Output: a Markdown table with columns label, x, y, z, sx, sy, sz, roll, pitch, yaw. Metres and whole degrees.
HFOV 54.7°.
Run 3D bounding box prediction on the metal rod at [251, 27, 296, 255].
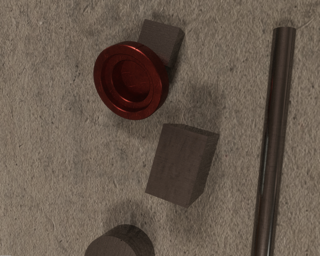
| label | x | y | z | sx | sy | sz | roll | pitch | yaw |
| --- | --- | --- | --- | --- | --- | --- | --- | --- | --- |
| metal rod | 0.131 | 0.035 | 0.362 | 0.025 | 0.025 | 0.298 | 6 | 92 | 19 |

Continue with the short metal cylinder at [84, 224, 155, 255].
| label | x | y | z | sx | sy | sz | roll | pitch | yaw |
| --- | --- | --- | --- | --- | --- | --- | --- | --- | --- |
| short metal cylinder | -0.053 | 0.176 | 0.413 | 0.080 | 0.050 | 0.079 | 0 | 90 | 19 |

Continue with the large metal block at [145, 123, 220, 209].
| label | x | y | z | sx | sy | sz | roll | pitch | yaw |
| --- | --- | --- | --- | --- | --- | --- | --- | --- | --- |
| large metal block | 0.030 | 0.040 | 0.369 | 0.050 | 0.080 | 0.079 | 17 | 96 | 19 |

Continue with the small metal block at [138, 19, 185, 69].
| label | x | y | z | sx | sy | sz | roll | pitch | yaw |
| --- | --- | --- | --- | --- | --- | --- | --- | --- | --- |
| small metal block | -0.001 | -0.110 | 0.409 | 0.050 | 0.025 | 0.050 | 21 | 97 | 18 |

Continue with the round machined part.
| label | x | y | z | sx | sy | sz | roll | pitch | yaw |
| --- | --- | --- | --- | --- | --- | --- | --- | --- | --- |
| round machined part | -0.032 | -0.063 | 0.397 | 0.098 | 0.042 | 0.097 | 13 | 122 | 23 |
